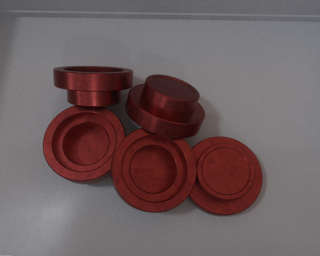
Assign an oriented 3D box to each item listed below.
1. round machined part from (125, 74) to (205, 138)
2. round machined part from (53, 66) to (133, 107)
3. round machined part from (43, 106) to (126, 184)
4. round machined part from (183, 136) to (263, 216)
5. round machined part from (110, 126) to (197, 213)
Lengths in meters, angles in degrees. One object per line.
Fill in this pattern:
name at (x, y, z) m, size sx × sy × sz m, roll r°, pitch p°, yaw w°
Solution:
round machined part at (0.010, -0.033, 0.382) m, size 0.099 × 0.042 × 0.098 m, roll 15°, pitch 30°, yaw -8°
round machined part at (-0.084, -0.054, 0.399) m, size 0.099 × 0.098 × 0.042 m, roll 3°, pitch 106°, yaw 0°
round machined part at (-0.090, 0.022, 0.389) m, size 0.099 × 0.042 × 0.098 m, roll 0°, pitch 70°, yaw -1°
round machined part at (0.077, 0.056, 0.379) m, size 0.099 × 0.042 × 0.098 m, roll 0°, pitch 70°, yaw -1°
round machined part at (-0.010, 0.050, 0.368) m, size 0.099 × 0.042 × 0.098 m, roll 3°, pitch 76°, yaw -13°
